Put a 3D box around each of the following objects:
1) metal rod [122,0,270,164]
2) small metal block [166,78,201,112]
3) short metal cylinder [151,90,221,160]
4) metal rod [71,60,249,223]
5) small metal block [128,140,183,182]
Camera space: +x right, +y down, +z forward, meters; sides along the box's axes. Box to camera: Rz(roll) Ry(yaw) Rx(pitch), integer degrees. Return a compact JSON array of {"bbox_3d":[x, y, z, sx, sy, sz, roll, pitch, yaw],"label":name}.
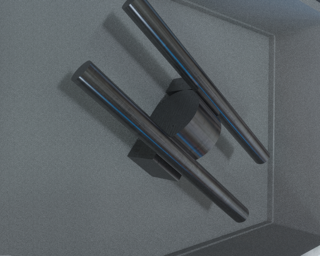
[{"bbox_3d":[0.063,-0.043,0.395,0.300,0.025,0.025,43,64,-32],"label":"metal rod"},{"bbox_3d":[0.045,-0.045,0.428,0.050,0.050,0.025,44,63,-32],"label":"small metal block"},{"bbox_3d":[0.030,-0.003,0.396,0.050,0.080,0.080,44,63,-32],"label":"short metal cylinder"},{"bbox_3d":[0.021,0.035,0.361,0.300,0.025,0.025,43,64,-31],"label":"metal rod"},{"bbox_3d":[-0.003,0.041,0.387,0.050,0.050,0.025,44,63,-32],"label":"small metal block"}]
